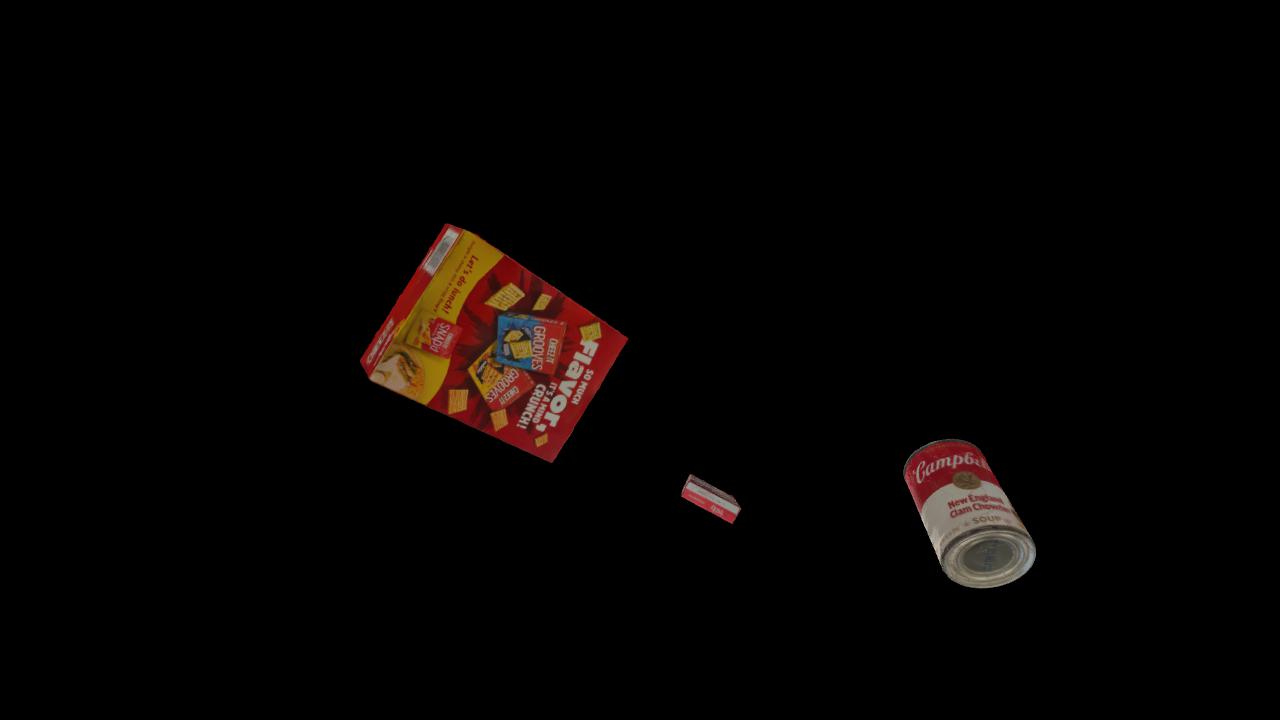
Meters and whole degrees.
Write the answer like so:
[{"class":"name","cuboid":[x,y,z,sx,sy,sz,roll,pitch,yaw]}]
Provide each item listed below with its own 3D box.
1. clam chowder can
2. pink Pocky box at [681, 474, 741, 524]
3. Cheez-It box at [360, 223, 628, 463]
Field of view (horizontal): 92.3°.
[{"class":"clam chowder can","cuboid":[0.262,0.122,0.497,0.068,0.068,0.102,0,33,5]},{"class":"pink Pocky box","cuboid":[0.107,0.210,0.940,0.084,0.029,0.155,28,-4,8]},{"class":"Cheez-It box","cuboid":[-0.142,-0.011,0.640,0.223,0.166,0.071,32,-1,-36]}]
